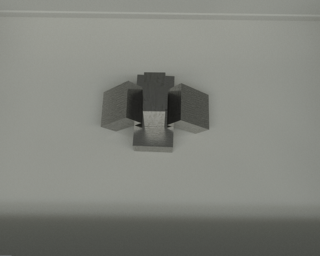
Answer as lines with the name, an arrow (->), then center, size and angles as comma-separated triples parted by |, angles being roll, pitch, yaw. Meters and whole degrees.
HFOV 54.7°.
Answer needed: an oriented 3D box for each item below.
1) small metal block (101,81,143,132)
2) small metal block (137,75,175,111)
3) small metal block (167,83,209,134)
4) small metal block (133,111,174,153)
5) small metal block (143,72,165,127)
small metal block -> -0.050, -0.027, 0.403 | 0.050, 0.025, 0.050 | -17, 64, 40
small metal block -> -0.007, -0.044, 0.423 | 0.050, 0.025, 0.050 | 3, 70, 0
small metal block -> 0.037, -0.024, 0.404 | 0.050, 0.025, 0.050 | 17, 66, -36
small metal block -> -0.008, 0.004, 0.406 | 0.050, 0.025, 0.050 | 2, 70, 1
small metal block -> -0.007, -0.034, 0.379 | 0.025, 0.050, 0.050 | 1, 70, 0
